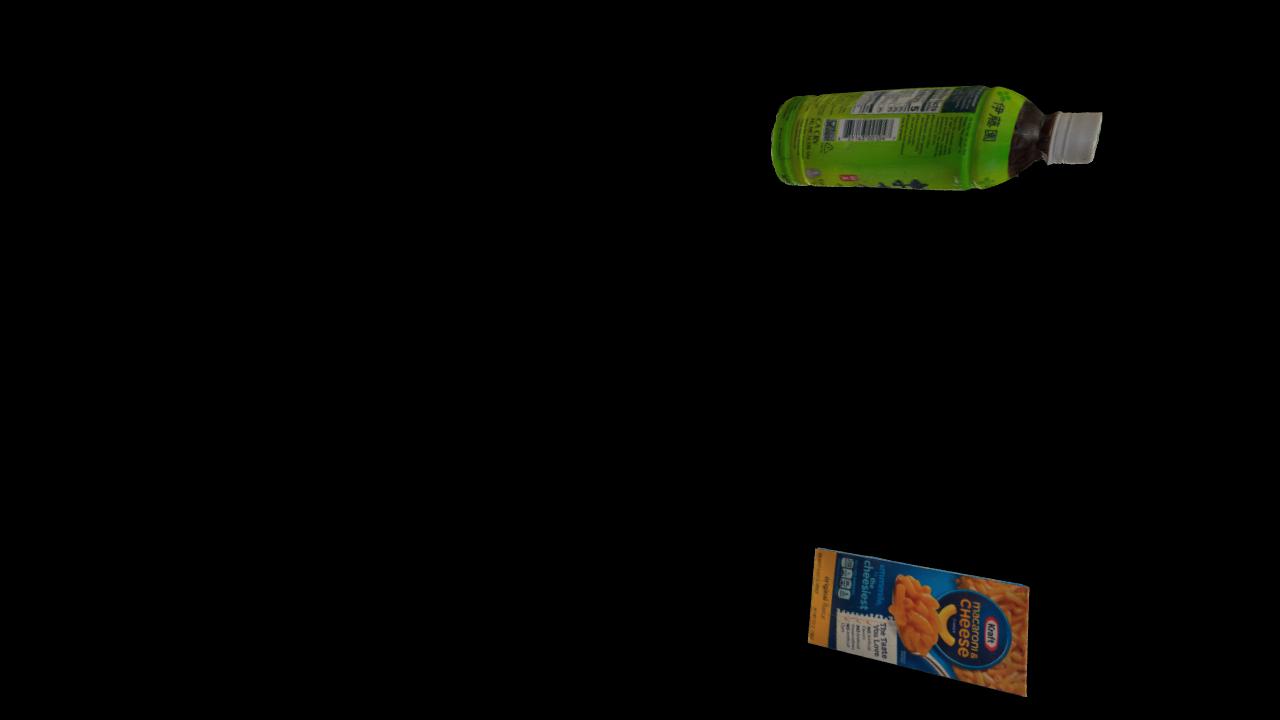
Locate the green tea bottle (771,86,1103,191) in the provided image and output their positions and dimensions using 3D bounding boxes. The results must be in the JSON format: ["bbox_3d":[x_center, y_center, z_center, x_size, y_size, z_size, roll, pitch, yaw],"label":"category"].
[{"bbox_3d":[0.203,-0.159,0.446,0.212,0.073,0.073,15,9,37],"label":"green tea bottle"}]

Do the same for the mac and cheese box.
[{"bbox_3d":[0.257,0.240,0.580,0.184,0.093,0.041,3,-15,25],"label":"mac and cheese box"}]
